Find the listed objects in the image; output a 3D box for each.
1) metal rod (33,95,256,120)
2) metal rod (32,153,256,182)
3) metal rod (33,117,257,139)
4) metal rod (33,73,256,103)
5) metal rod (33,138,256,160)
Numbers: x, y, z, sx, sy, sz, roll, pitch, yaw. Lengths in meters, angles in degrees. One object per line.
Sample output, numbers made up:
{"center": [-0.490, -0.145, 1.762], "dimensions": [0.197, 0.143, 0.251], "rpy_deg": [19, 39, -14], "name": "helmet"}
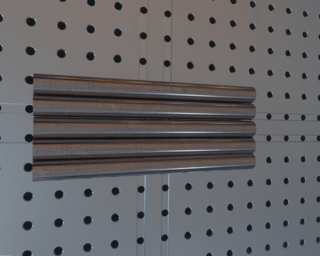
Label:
{"center": [-0.005, -0.025, 0.412], "dimensions": [0.303, 0.025, 0.025], "rpy_deg": [0, 90, -21], "name": "metal rod"}
{"center": [-0.006, 0.050, 0.411], "dimensions": [0.303, 0.025, 0.025], "rpy_deg": [0, 90, -21], "name": "metal rod"}
{"center": [-0.005, 0.001, 0.412], "dimensions": [0.303, 0.025, 0.025], "rpy_deg": [0, 90, -21], "name": "metal rod"}
{"center": [-0.005, -0.050, 0.412], "dimensions": [0.303, 0.025, 0.025], "rpy_deg": [0, 90, -21], "name": "metal rod"}
{"center": [-0.005, 0.026, 0.411], "dimensions": [0.303, 0.025, 0.025], "rpy_deg": [0, 90, -21], "name": "metal rod"}
